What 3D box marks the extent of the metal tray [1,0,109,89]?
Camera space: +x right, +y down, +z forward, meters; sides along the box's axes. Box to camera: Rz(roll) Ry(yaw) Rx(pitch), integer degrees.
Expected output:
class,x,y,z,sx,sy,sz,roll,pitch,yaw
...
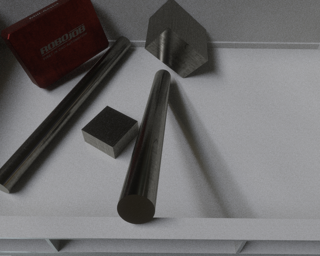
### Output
class,x,y,z,sx,sy,sz,roll,pitch,yaw
metal tray,-0.148,-0.131,0.458,0.131,0.090,0.030,-40,44,-21

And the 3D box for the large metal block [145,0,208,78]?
class,x,y,z,sx,sy,sz,roll,pitch,yaw
large metal block,0.027,-0.138,0.478,0.080,0.050,0.080,32,44,-30

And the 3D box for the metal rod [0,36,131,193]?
class,x,y,z,sx,sy,sz,roll,pitch,yaw
metal rod,-0.120,-0.039,0.436,0.025,0.025,0.301,19,52,14

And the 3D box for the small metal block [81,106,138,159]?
class,x,y,z,sx,sy,sz,roll,pitch,yaw
small metal block,-0.063,0.005,0.400,0.050,0.025,0.050,27,55,20

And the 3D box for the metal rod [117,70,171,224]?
class,x,y,z,sx,sy,sz,roll,pitch,yaw
metal rod,-0.006,-0.012,0.338,0.025,0.025,0.301,4,26,3
